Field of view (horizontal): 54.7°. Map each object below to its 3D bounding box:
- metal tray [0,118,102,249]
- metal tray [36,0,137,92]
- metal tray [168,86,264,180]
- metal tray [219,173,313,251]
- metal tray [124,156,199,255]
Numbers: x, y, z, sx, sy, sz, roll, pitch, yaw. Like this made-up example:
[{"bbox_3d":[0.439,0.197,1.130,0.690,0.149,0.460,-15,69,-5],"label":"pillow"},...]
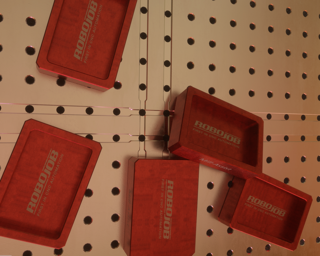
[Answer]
[{"bbox_3d":[-0.134,0.064,0.361,0.091,0.030,0.129,22,83,-19],"label":"metal tray"},{"bbox_3d":[-0.087,-0.119,0.378,0.091,0.030,0.129,16,85,-20],"label":"metal tray"},{"bbox_3d":[0.081,0.008,0.424,0.131,0.030,0.090,21,61,-19],"label":"metal tray"},{"bbox_3d":[0.163,0.123,0.472,0.131,0.030,0.090,25,82,-19],"label":"metal tray"},{"bbox_3d":[0.003,0.105,0.412,0.091,0.030,0.129,3,89,-21],"label":"metal tray"}]
